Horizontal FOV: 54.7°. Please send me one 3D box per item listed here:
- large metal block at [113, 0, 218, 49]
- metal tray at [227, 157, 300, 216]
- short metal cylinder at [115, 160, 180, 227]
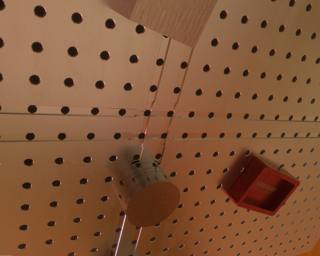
[{"bbox_3d":[0.010,-0.138,0.315,0.081,0.050,0.080,13,111,-34],"label":"large metal block"},{"bbox_3d":[0.199,0.115,0.587,0.131,0.030,0.090,24,105,-37],"label":"metal tray"},{"bbox_3d":[-0.018,0.094,0.443,0.081,0.050,0.079,-14,124,-21],"label":"short metal cylinder"}]
